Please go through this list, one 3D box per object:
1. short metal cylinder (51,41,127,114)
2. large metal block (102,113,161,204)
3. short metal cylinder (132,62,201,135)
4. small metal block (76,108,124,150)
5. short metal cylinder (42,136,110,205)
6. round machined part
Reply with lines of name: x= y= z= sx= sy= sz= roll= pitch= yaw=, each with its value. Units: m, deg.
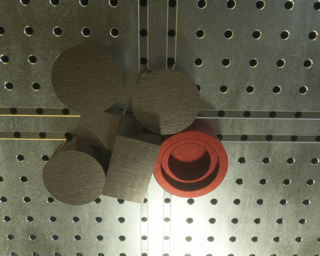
short metal cylinder: x=-0.083 y=-0.062 z=0.376 sx=0.081 sy=0.050 sz=0.079 roll=0 pitch=110 yaw=0
large metal block: x=-0.034 y=0.036 z=0.394 sx=0.050 sy=0.080 sz=0.079 roll=15 pitch=109 yaw=-6
short metal cylinder: x=0.007 y=-0.038 z=0.386 sx=0.081 sy=0.050 sz=0.079 roll=0 pitch=110 yaw=0
small metal block: x=-0.080 y=-0.003 z=0.411 sx=0.050 sy=0.025 sz=0.050 roll=14 pitch=110 yaw=-5
short metal cylinder: x=-0.110 y=0.056 z=0.419 sx=0.081 sy=0.050 sz=0.079 roll=0 pitch=110 yaw=0
round machined part: x=0.039 y=0.042 z=0.420 sx=0.099 sy=0.042 sz=0.097 roll=0 pitch=110 yaw=0
